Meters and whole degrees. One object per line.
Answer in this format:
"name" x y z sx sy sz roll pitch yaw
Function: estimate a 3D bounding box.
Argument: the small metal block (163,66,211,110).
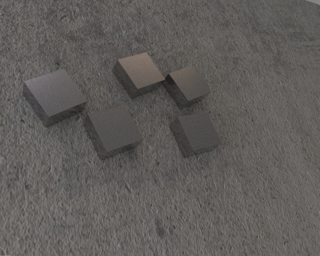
"small metal block" 0.039 -0.061 0.462 0.050 0.025 0.050 -25 76 -37

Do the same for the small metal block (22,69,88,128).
"small metal block" -0.122 -0.035 0.360 0.050 0.025 0.050 -30 79 -38

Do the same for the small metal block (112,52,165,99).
"small metal block" -0.030 -0.074 0.432 0.050 0.025 0.050 -25 76 -37

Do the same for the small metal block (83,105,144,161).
"small metal block" -0.056 0.005 0.371 0.050 0.025 0.050 -19 72 -35

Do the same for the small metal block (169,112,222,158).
"small metal block" 0.048 0.009 0.424 0.050 0.025 0.050 -11 67 -33
